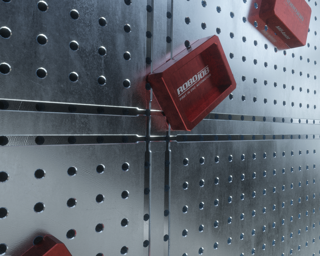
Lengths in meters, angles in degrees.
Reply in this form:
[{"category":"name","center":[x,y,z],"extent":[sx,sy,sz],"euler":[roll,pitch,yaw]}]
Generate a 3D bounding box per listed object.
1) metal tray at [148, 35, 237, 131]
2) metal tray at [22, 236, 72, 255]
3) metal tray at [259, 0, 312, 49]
[{"category":"metal tray","center":[0.052,-0.066,0.447],"extent":[0.131,0.030,0.090],"euler":[-41,115,-32]},{"category":"metal tray","center":[-0.132,0.182,0.295],"extent":[0.131,0.030,0.090],"euler":[-38,113,-33]},{"category":"metal tray","center":[0.252,-0.229,0.614],"extent":[0.131,0.030,0.090],"euler":[24,75,-37]}]
